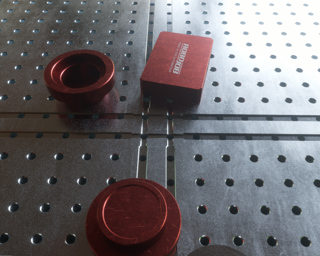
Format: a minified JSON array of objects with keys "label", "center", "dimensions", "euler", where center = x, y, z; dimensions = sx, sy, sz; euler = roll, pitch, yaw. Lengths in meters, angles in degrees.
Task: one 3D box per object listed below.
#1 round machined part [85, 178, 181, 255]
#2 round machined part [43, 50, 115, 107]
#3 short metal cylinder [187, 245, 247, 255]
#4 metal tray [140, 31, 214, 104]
[{"label":"round machined part","center":[-0.027,0.093,0.318],"dimensions":[0.099,0.042,0.098],"euler":[0,50,0]},{"label":"round machined part","center":[-0.114,-0.069,0.453],"dimensions":[0.099,0.042,0.098],"euler":[0,50,0]},{"label":"short metal cylinder","center":[0.049,0.149,0.266],"dimensions":[0.081,0.050,0.080],"euler":[0,50,0]},{"label":"metal tray","center":[0.030,-0.099,0.488],"dimensions":[0.090,0.030,0.130],"euler":[11,51,9]}]
